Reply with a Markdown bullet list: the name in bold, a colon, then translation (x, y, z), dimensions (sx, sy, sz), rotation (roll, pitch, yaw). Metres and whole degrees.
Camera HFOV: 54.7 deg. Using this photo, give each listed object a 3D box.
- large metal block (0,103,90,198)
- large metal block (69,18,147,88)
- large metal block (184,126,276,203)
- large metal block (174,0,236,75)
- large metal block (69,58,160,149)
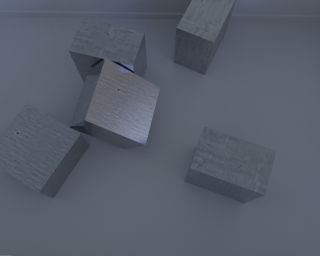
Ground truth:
- **large metal block**: translation (-0.149, 0.029, 0.384), dimensions (0.080, 0.050, 0.080), rotation (29, 72, 9)
- **large metal block**: translation (-0.064, -0.092, 0.413), dimensions (0.080, 0.080, 0.050), rotation (14, 71, 4)
- **large metal block**: translation (0.078, 0.047, 0.364), dimensions (0.080, 0.080, 0.050), rotation (19, 71, 6)
- **large metal block**: translation (0.060, -0.134, 0.430), dimensions (0.050, 0.080, 0.080), rotation (24, 72, 8)
- **large metal block**: translation (-0.055, -0.026, 0.386), dimensions (0.080, 0.050, 0.080), rotation (25, 67, -30)
